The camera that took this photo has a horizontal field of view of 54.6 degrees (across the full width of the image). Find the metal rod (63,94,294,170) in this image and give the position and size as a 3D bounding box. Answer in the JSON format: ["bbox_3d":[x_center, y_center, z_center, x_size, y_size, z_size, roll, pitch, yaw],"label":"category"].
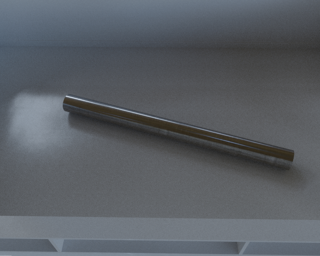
[{"bbox_3d":[0.014,0.002,0.402,0.301,0.025,0.025,15,52,12],"label":"metal rod"}]
